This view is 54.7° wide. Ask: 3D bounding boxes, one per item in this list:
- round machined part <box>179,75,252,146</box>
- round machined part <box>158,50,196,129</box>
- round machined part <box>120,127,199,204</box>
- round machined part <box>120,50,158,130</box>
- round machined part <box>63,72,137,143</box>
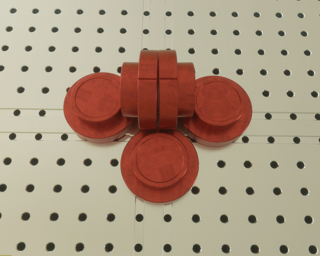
[{"bbox_3d":[0.074,-0.028,0.413,0.099,0.042,0.098,0,70,-1],"label":"round machined part"},{"bbox_3d":[0.020,-0.047,0.385,0.042,0.098,0.098,-1,70,-1],"label":"round machined part"},{"bbox_3d":[0.000,0.044,0.386,0.099,0.042,0.098,0,70,-1],"label":"round machined part"},{"bbox_3d":[-0.024,-0.047,0.383,0.042,0.098,0.098,1,70,0],"label":"round machined part"},{"bbox_3d":[-0.080,-0.032,0.413,0.099,0.042,0.098,0,70,-1],"label":"round machined part"}]
